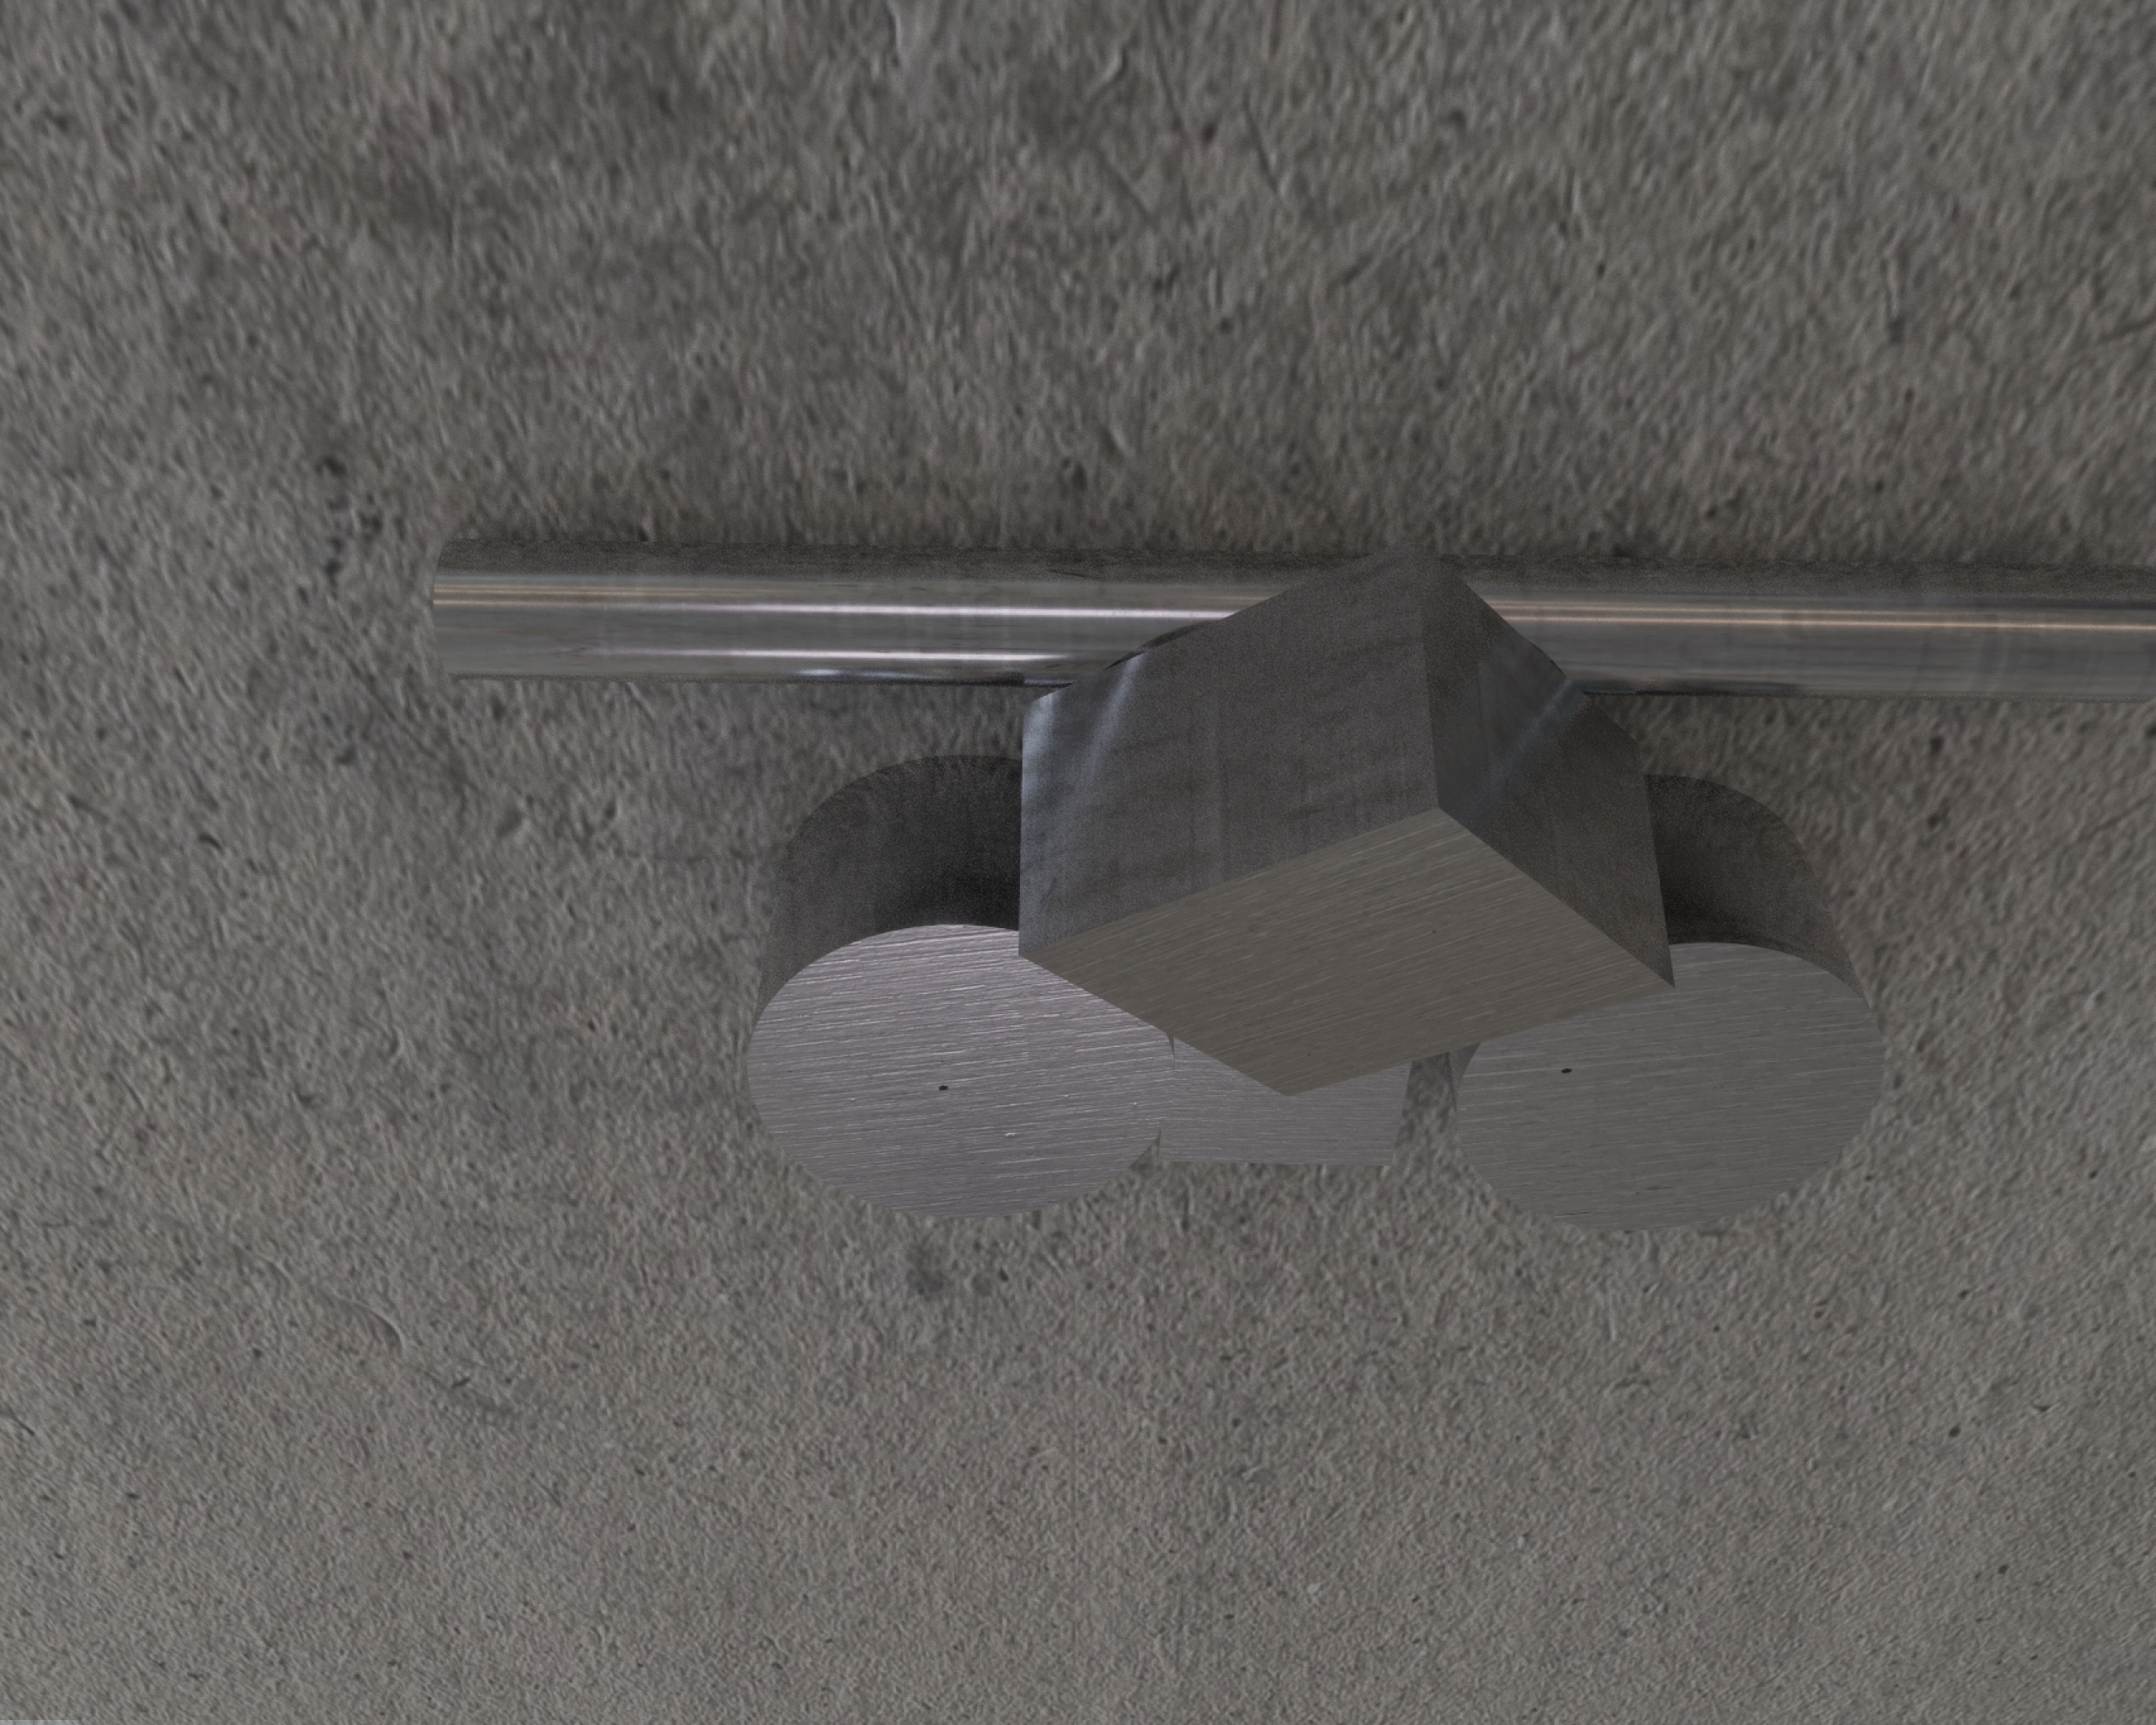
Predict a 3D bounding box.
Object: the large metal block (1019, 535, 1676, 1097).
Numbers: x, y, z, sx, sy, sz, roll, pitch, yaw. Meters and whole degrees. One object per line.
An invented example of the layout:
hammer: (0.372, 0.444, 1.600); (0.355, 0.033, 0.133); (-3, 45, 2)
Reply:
large metal block: (0.047, -0.003, 0.367); (0.080, 0.050, 0.080); (-21, 145, 33)

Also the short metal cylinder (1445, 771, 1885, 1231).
short metal cylinder: (0.113, 0.028, 0.417); (0.081, 0.050, 0.079); (0, 130, 0)

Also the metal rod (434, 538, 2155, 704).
metal rod: (0.041, -0.043, 0.372); (0.302, 0.025, 0.025); (1, 130, -1)

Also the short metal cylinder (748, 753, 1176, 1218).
short metal cylinder: (-0.022, 0.025, 0.413); (0.081, 0.050, 0.079); (0, 130, 0)

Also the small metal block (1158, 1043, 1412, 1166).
small metal block: (0.043, 0.038, 0.442); (0.050, 0.025, 0.050); (1, 130, -2)
